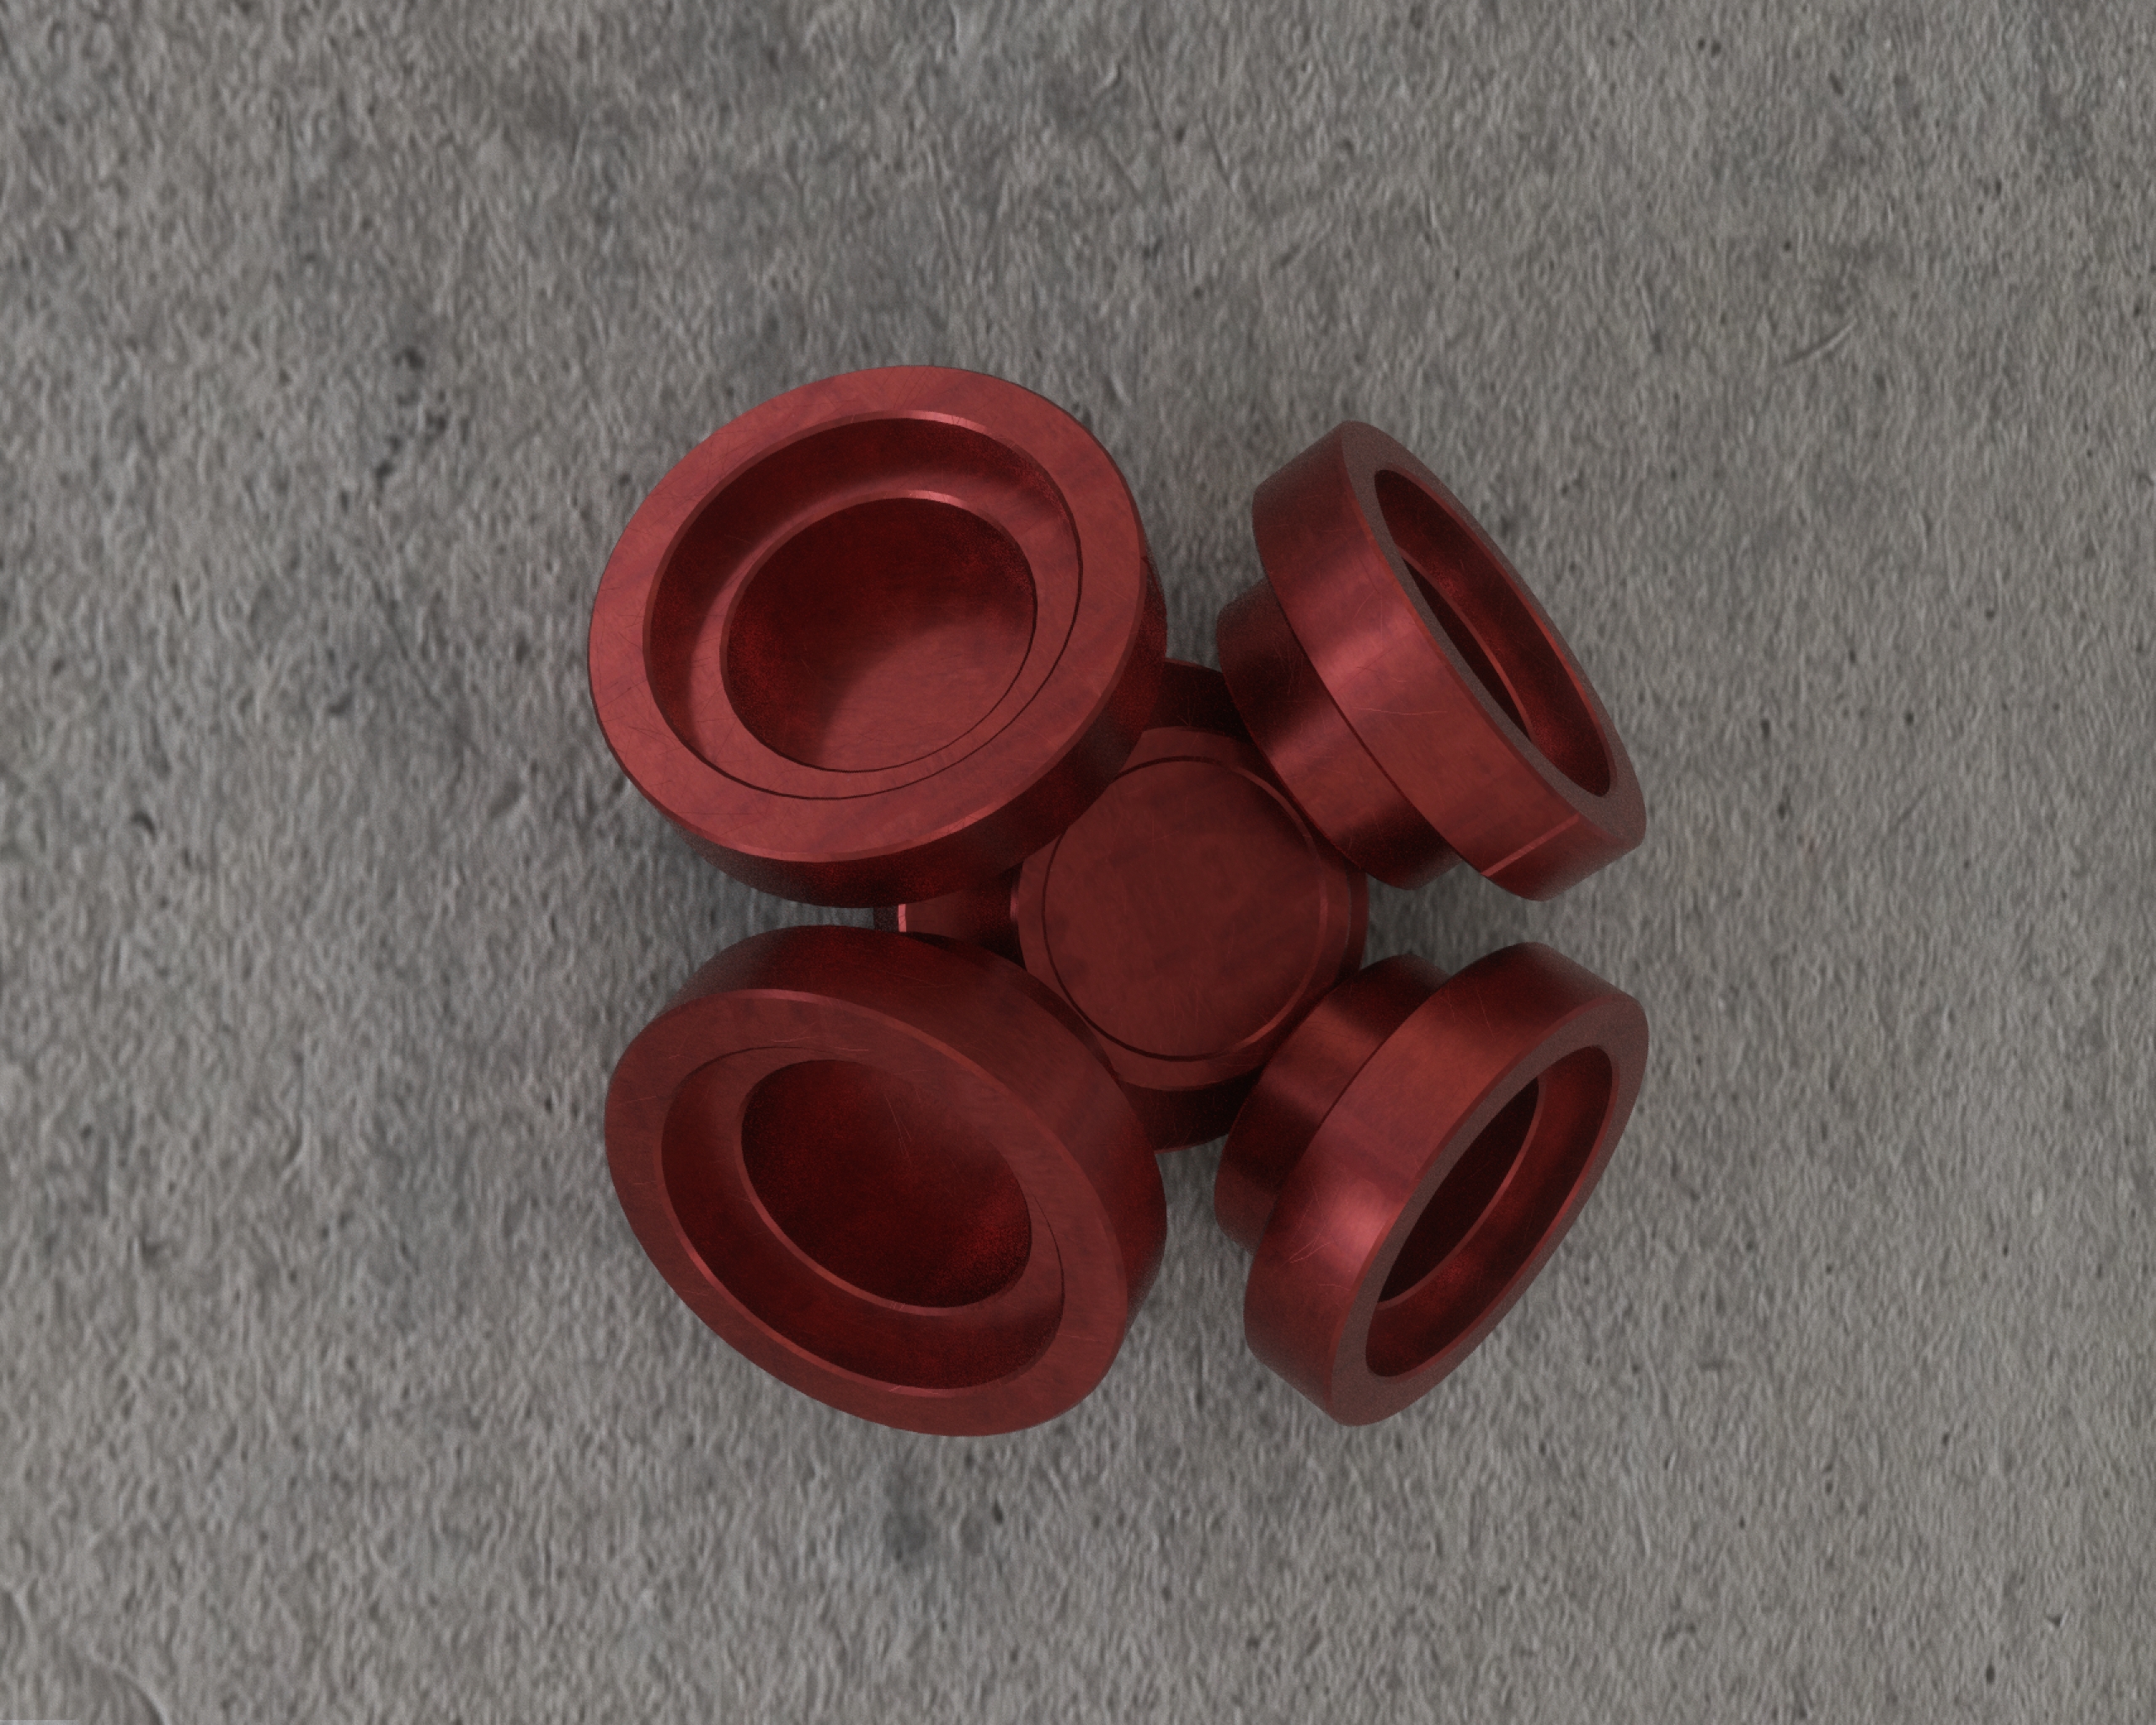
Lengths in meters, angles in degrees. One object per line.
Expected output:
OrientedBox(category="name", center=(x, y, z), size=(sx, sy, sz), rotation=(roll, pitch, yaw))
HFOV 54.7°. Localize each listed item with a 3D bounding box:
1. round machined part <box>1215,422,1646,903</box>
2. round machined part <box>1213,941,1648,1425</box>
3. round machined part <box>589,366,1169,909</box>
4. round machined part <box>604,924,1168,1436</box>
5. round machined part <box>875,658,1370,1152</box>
OrientedBox(category="round machined part", center=(0.064, -0.033, 0.404), size=(0.042, 0.098, 0.098), rotation=(-35, 105, 25))
OrientedBox(category="round machined part", center=(0.064, 0.057, 0.406), size=(0.099, 0.042, 0.097), rotation=(-34, 143, -31))
OrientedBox(category="round machined part", center=(-0.032, -0.036, 0.370), size=(0.098, 0.042, 0.098), rotation=(-5, 64, 11))
OrientedBox(category="round machined part", center=(-0.030, 0.051, 0.370), size=(0.098, 0.098, 0.042), rotation=(52, 37, -13))
OrientedBox(category="round machined part", center=(0.013, 0.008, 0.405), size=(0.099, 0.042, 0.097), rotation=(0, 90, -20))
